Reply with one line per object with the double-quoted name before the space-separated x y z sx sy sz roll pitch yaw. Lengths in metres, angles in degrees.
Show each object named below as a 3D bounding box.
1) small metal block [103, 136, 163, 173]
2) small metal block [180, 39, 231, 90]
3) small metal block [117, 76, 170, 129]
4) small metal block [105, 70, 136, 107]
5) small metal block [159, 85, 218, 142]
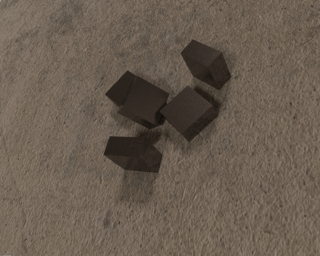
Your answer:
"small metal block" -0.032 0.033 0.383 0.050 0.050 0.025 1 62 28
"small metal block" 0.061 -0.082 0.406 0.025 0.050 0.050 -48 52 -5
"small metal block" -0.022 -0.033 0.415 0.025 0.050 0.050 -26 40 63
"small metal block" -0.045 -0.051 0.457 0.050 0.025 0.050 -48 52 -6
"small metal block" 0.036 -0.019 0.395 0.050 0.025 0.050 -43 51 -2
